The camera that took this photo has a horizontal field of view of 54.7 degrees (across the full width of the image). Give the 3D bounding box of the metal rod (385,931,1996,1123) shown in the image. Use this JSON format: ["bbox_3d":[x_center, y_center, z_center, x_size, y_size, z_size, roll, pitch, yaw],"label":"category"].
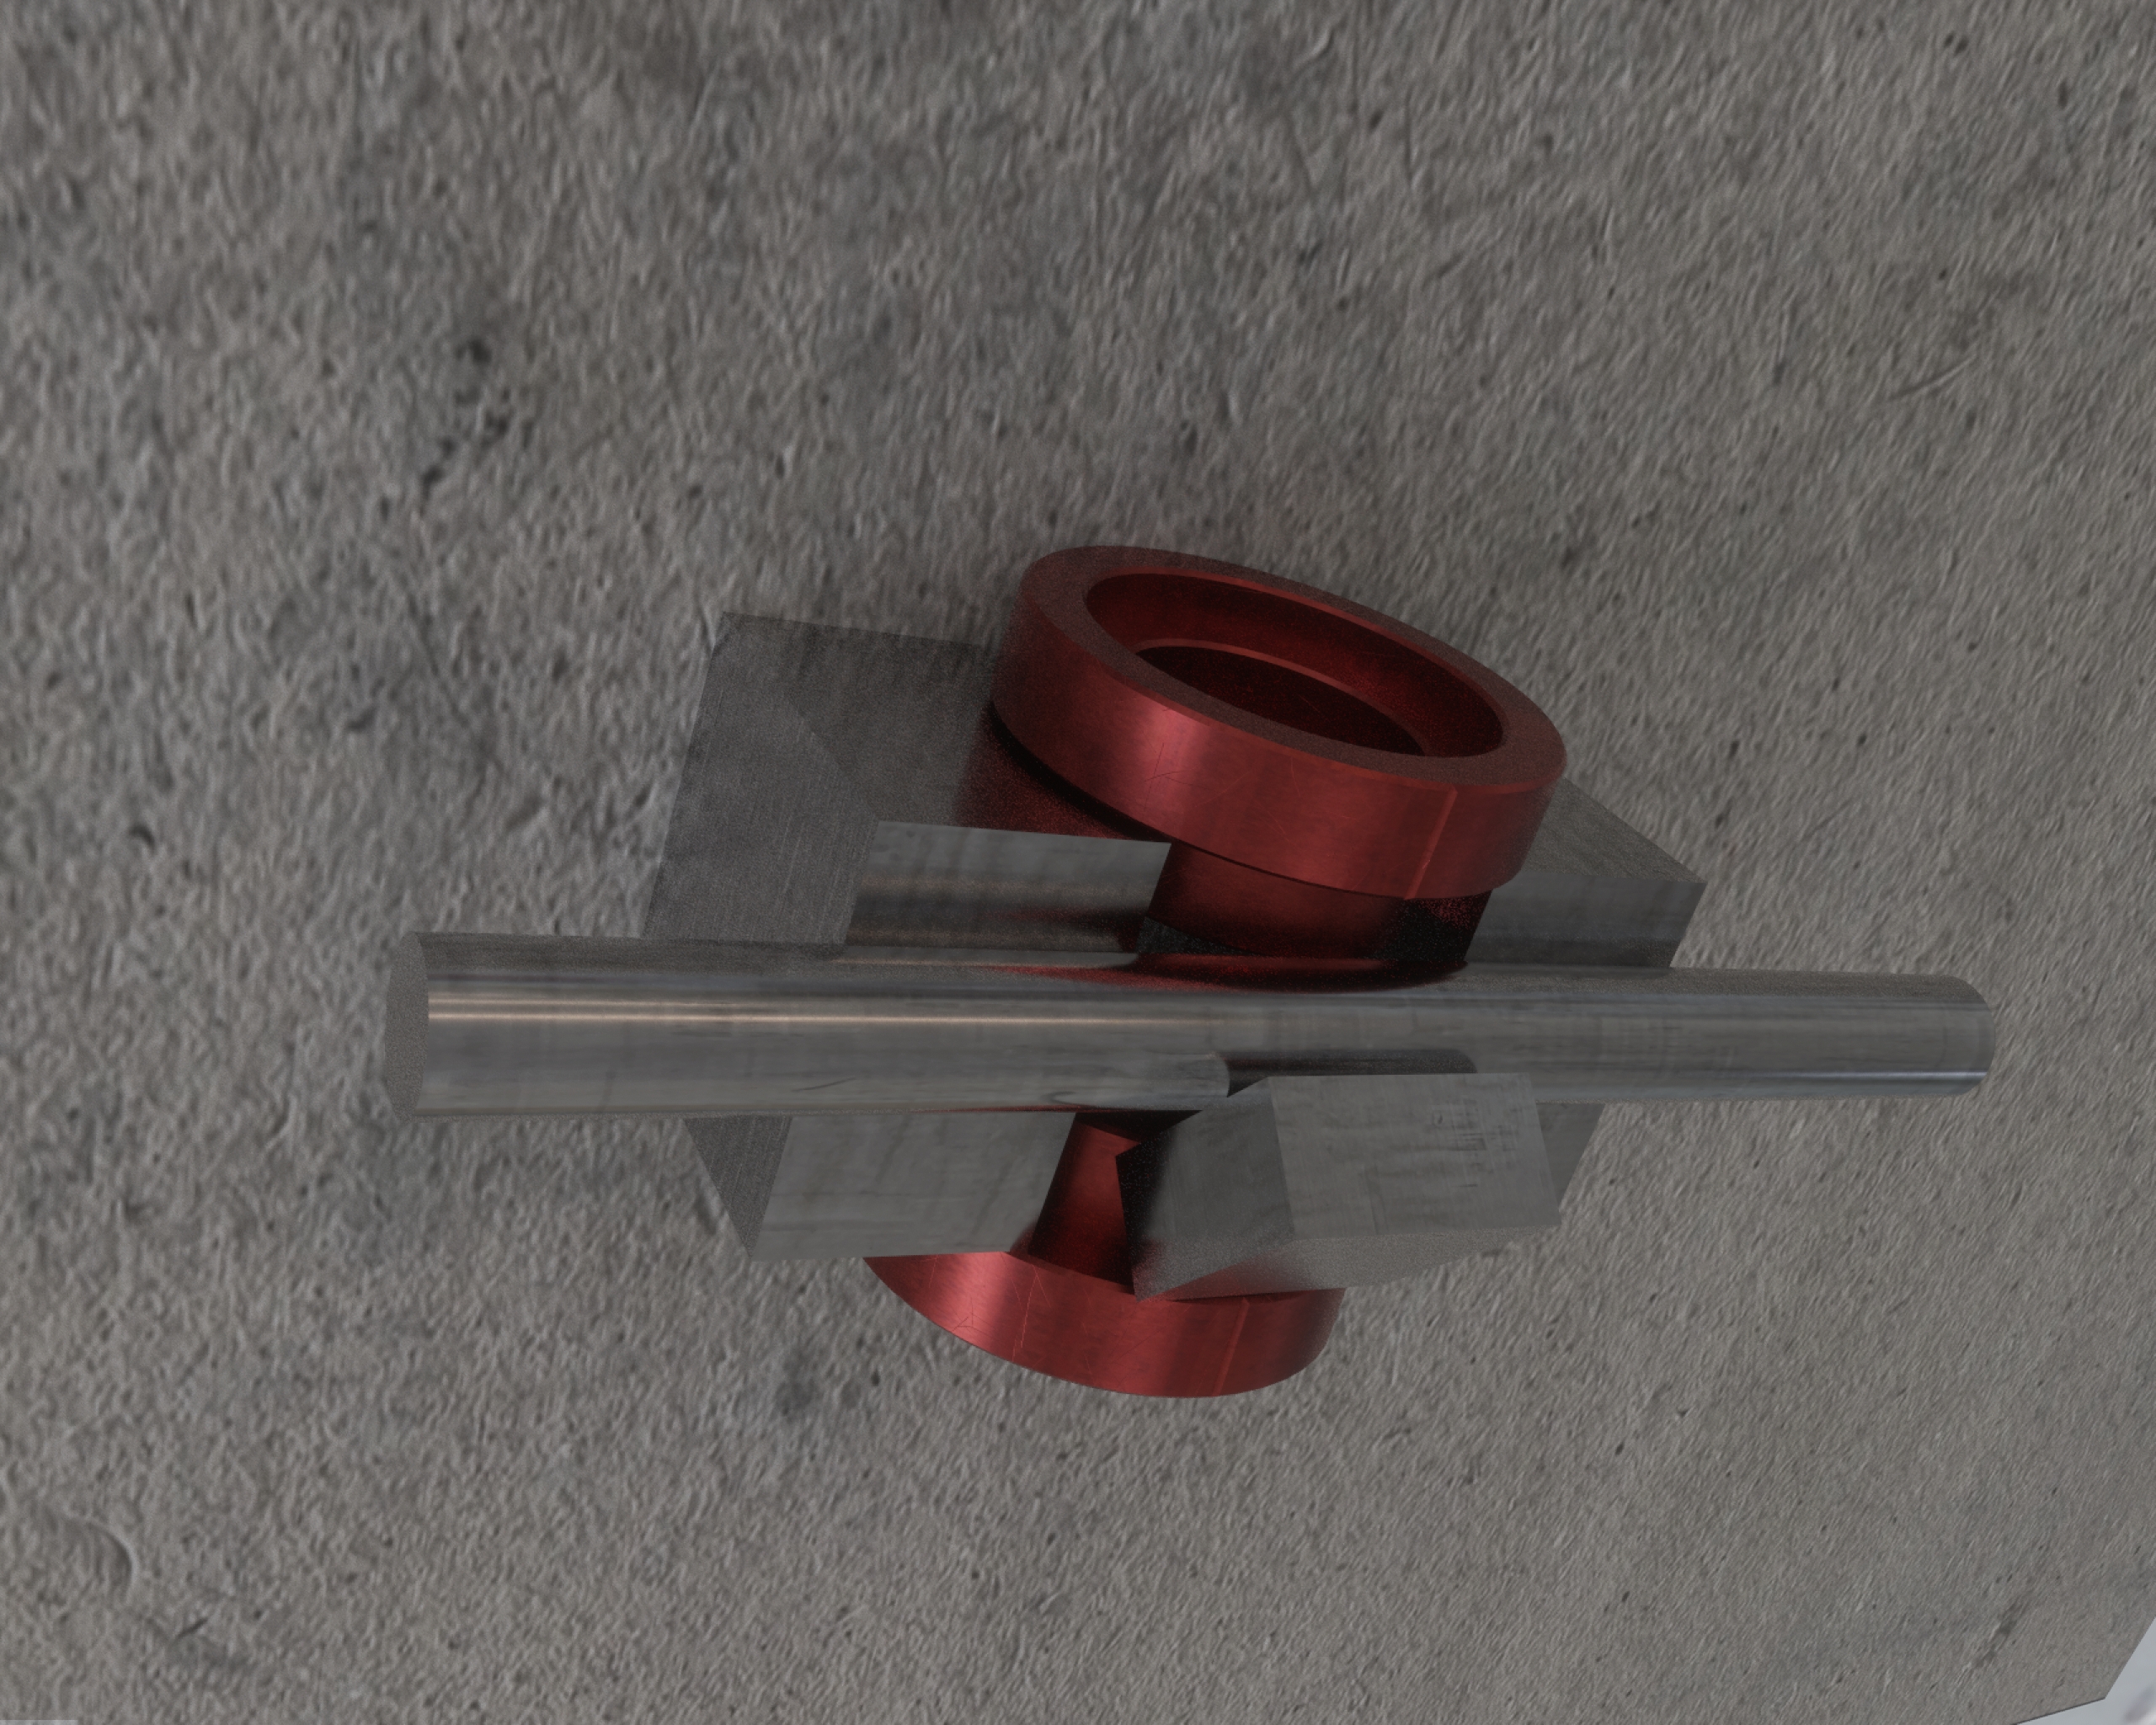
[{"bbox_3d":[0.044,0.028,0.346,0.302,0.025,0.025,3,117,-30],"label":"metal rod"}]

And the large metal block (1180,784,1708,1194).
[{"bbox_3d":[0.067,0.018,0.421,0.050,0.080,0.079,4,117,-30],"label":"large metal block"}]

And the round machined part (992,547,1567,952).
[{"bbox_3d":[0.032,-0.017,0.368,0.099,0.098,0.042,4,118,-30],"label":"round machined part"}]

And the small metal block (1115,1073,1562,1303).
[{"bbox_3d":[0.042,0.054,0.343,0.050,0.025,0.050,2,158,-28],"label":"small metal block"}]

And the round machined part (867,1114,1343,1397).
[{"bbox_3d":[0.008,0.056,0.400,0.099,0.098,0.042,4,111,-31],"label":"round machined part"}]

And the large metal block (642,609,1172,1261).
[{"bbox_3d":[-0.035,0.011,0.360,0.050,0.080,0.079,4,116,-31],"label":"large metal block"}]
